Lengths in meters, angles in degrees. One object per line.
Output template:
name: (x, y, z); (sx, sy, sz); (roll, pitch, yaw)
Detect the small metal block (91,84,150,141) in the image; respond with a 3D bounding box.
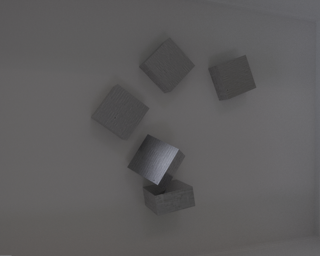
small metal block: (-0.050, -0.019, 0.392); (0.050, 0.025, 0.050); (37, 78, -16)

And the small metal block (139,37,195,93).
small metal block: (0.010, -0.083, 0.414); (0.050, 0.025, 0.050); (45, 76, -15)

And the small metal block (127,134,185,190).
small metal block: (-0.004, 0.043, 0.393); (0.050, 0.050, 0.025); (-59, 148, -11)

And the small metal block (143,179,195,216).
small metal block: (0.010, 0.088, 0.401); (0.050, 0.050, 0.025); (-9, 95, -20)

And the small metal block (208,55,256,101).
small metal block: (0.105, -0.072, 0.449); (0.050, 0.025, 0.050); (-23, 98, -19)
